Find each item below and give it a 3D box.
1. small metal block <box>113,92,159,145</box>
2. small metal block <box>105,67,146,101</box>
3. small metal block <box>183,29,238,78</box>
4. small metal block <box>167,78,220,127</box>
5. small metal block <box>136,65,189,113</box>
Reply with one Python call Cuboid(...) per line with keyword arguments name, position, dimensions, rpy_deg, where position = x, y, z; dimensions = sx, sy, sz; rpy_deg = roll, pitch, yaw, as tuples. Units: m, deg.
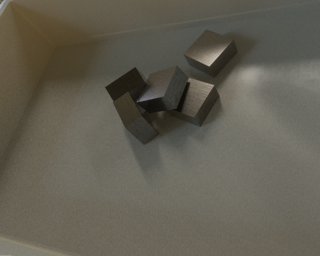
Cuboid(name="small metal block", position=(-0.032, -0.013, 0.413), dimensions=(0.025, 0.050, 0.050), rpy_deg=(-35, 52, 5))
Cuboid(name="small metal block", position=(-0.043, -0.057, 0.442), dimensions=(0.050, 0.050, 0.025), rpy_deg=(-32, 82, 7))
Cuboid(name="small metal block", position=(0.070, -0.105, 0.432), dimensions=(0.050, 0.025, 0.050), rpy_deg=(-48, 52, -6))
Cuboid(name="small metal block", position=(0.041, -0.035, 0.405), dimensions=(0.050, 0.025, 0.050), rpy_deg=(23, 74, 36))
Cuboid(name="small metal block", position=(0.003, -0.049, 0.403), dimensions=(0.050, 0.025, 0.050), rpy_deg=(-7, 51, 45))
